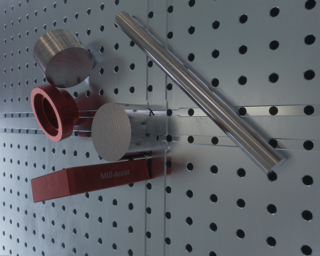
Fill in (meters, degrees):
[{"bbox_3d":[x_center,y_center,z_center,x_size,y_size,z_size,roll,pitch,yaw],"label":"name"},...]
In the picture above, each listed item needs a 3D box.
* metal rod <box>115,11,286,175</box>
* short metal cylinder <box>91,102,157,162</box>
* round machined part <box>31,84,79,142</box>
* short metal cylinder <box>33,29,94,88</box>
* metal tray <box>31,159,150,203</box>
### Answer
[{"bbox_3d":[0.031,-0.061,0.383,0.300,0.025,0.025,49,119,28],"label":"metal rod"},{"bbox_3d":[-0.051,0.005,0.435,0.080,0.050,0.080,0,90,40],"label":"short metal cylinder"},{"bbox_3d":[-0.176,-0.029,0.530,0.098,0.042,0.097,24,127,37],"label":"round machined part"},{"bbox_3d":[-0.156,-0.111,0.503,0.050,0.081,0.080,51,120,27],"label":"short metal cylinder"},{"bbox_3d":[-0.089,0.069,0.414,0.090,0.131,0.030,-19,78,38],"label":"metal tray"}]
